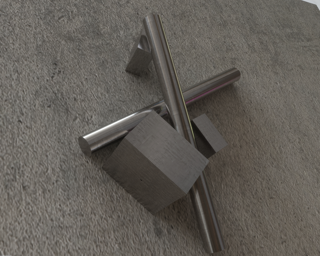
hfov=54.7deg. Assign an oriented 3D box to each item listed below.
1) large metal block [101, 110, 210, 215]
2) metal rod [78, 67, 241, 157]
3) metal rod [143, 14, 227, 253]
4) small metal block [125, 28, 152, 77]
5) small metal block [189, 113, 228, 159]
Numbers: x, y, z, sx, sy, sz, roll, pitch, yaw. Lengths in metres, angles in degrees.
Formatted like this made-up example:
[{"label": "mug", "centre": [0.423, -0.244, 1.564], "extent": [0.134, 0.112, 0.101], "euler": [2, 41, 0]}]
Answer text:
[{"label": "large metal block", "centre": [-0.008, 0.040, 0.341], "extent": [0.080, 0.080, 0.050], "euler": [43, 51, 1]}, {"label": "metal rod", "centre": [0.022, -0.035, 0.438], "extent": [0.302, 0.025, 0.025], "euler": [-28, 78, -38]}, {"label": "metal rod", "centre": [0.027, -0.002, 0.383], "extent": [0.025, 0.025, 0.299], "euler": [-8, 77, -32]}, {"label": "small metal block", "centre": [-0.025, -0.110, 0.443], "extent": [0.025, 0.050, 0.050], "euler": [22, 53, -16]}, {"label": "small metal block", "centre": [0.053, 0.017, 0.408], "extent": [0.025, 0.050, 0.050], "euler": [-27, 77, -37]}]
